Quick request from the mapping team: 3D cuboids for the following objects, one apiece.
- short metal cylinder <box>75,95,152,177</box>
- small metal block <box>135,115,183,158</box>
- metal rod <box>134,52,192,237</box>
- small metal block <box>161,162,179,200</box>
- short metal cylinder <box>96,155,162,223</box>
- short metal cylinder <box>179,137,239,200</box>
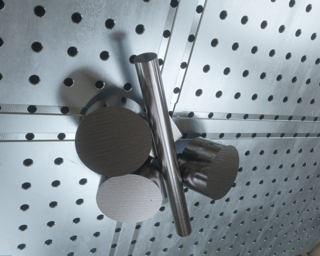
[{"bbox_3d":[-0.051,0.008,0.349,0.081,0.050,0.079,-2,109,-6],"label":"short metal cylinder"},{"bbox_3d":[-0.006,0.004,0.406,0.050,0.025,0.050,-37,129,-4],"label":"small metal block"},{"bbox_3d":[0.012,0.045,0.408,0.025,0.025,0.298,-23,127,-14],"label":"metal rod"},{"bbox_3d":[0.010,0.071,0.456,0.050,0.025,0.050,-35,129,-5],"label":"small metal block"},{"bbox_3d":[-0.038,0.075,0.399,0.081,0.050,0.079,-1,120,-2],"label":"short metal cylinder"},{"bbox_3d":[0.071,0.057,0.448,0.081,0.050,0.079,-18,115,-43],"label":"short metal cylinder"}]
